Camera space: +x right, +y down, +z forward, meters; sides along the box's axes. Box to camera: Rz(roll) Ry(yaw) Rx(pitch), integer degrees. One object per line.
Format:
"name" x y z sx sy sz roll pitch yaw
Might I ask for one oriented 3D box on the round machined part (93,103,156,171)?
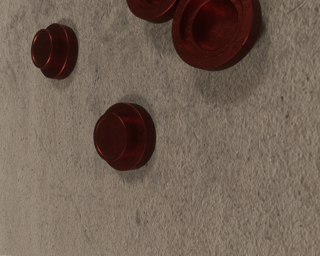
"round machined part" -0.056 0.013 0.438 0.098 0.042 0.097 0 90 39

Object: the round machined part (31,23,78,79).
"round machined part" -0.192 -0.137 0.549 0.098 0.042 0.097 0 90 39

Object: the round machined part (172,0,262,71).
"round machined part" 0.064 -0.111 0.340 0.098 0.042 0.097 0 90 39

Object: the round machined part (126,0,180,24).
"round machined part" 0.005 -0.180 0.388 0.098 0.042 0.097 0 90 39
